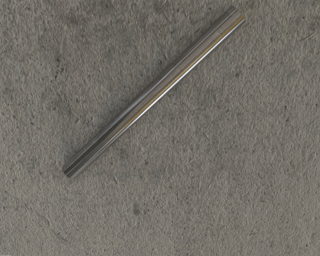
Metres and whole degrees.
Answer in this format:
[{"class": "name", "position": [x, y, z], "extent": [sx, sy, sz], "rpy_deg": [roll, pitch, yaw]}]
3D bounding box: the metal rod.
[{"class": "metal rod", "position": [-0.017, -0.036, 0.396], "extent": [0.299, 0.025, 0.025], "rpy_deg": [-42, 105, 14]}]
